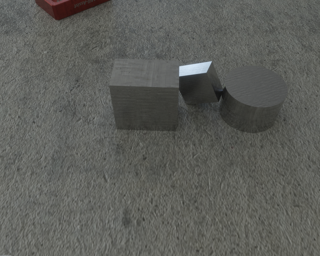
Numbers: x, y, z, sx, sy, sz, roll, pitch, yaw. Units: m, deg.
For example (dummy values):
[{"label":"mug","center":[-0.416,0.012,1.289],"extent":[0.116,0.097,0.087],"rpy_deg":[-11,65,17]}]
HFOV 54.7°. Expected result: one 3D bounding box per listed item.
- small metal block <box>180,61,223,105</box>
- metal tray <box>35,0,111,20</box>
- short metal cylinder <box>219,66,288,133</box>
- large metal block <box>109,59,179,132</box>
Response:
[{"label":"small metal block","center":[0.053,-0.061,0.428],"extent":[0.050,0.050,0.025],"rpy_deg":[-2,44,34]},{"label":"metal tray","center":[-0.176,-0.271,0.625],"extent":[0.131,0.030,0.090],"rpy_deg":[-33,58,-25]},{"label":"short metal cylinder","center":[0.125,-0.040,0.422],"extent":[0.081,0.050,0.080],"rpy_deg":[0,50,0]},{"label":"large metal block","center":[-0.017,-0.041,0.402],"extent":[0.080,0.080,0.050],"rpy_deg":[2,50,2]}]
